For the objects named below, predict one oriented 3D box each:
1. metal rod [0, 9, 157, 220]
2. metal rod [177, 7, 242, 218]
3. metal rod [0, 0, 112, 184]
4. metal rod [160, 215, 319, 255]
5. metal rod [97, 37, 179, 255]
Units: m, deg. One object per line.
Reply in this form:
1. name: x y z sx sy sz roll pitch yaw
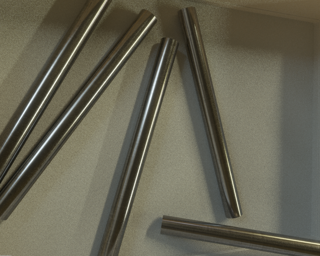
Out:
1. metal rod: -0.098 -0.025 0.374 0.025 0.025 0.300 38 78 -17
2. metal rod: 0.072 -0.018 0.438 0.025 0.025 0.298 -16 96 -20
3. metal rod: -0.134 -0.045 0.361 0.025 0.025 0.299 31 80 -18
4. metal rod: 0.151 0.151 0.406 0.302 0.025 0.025 8 87 3
5. metal rod: -0.027 0.027 0.401 0.025 0.025 0.299 18 84 -20
